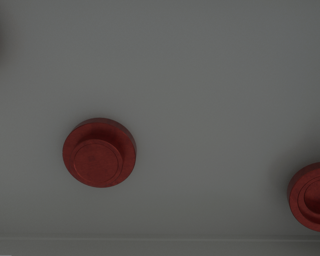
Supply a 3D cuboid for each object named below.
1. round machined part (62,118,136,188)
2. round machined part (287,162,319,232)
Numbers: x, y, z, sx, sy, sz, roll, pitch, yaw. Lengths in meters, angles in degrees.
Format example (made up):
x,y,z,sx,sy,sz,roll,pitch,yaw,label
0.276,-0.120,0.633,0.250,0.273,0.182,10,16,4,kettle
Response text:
x,y,z,sx,sy,sz,roll,pitch,yaw,label
-0.082,0.039,0.416,0.099,0.042,0.097,0,110,0,round machined part
0.228,0.091,0.430,0.098,0.042,0.097,4,107,12,round machined part
